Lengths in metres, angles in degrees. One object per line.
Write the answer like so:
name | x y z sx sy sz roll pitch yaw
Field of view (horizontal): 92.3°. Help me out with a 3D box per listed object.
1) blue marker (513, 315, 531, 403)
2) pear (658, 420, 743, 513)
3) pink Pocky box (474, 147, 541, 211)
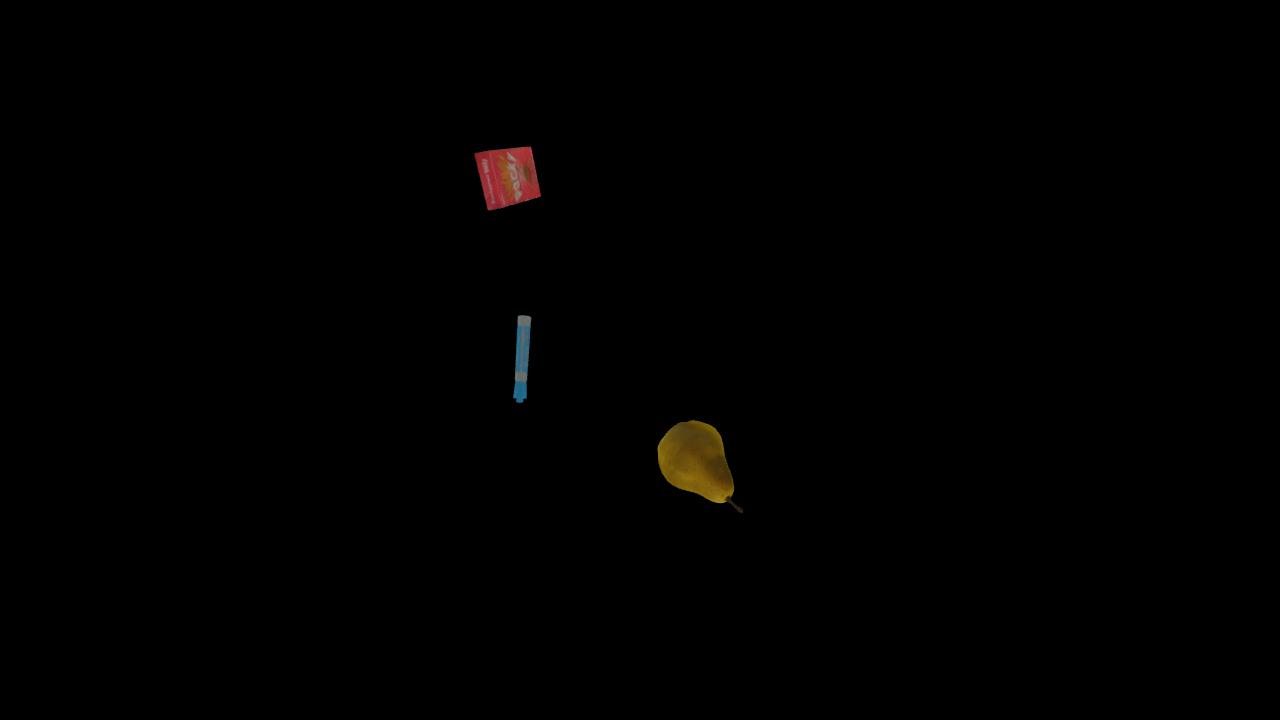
blue marker | -0.164 -0.001 0.855 0.020 0.121 0.020 2 -7 0
pear | 0.066 0.115 0.640 0.080 0.080 0.111 0 28 -31
pink Pocky box | -0.204 -0.289 0.969 0.029 0.084 0.155 -4 19 16
